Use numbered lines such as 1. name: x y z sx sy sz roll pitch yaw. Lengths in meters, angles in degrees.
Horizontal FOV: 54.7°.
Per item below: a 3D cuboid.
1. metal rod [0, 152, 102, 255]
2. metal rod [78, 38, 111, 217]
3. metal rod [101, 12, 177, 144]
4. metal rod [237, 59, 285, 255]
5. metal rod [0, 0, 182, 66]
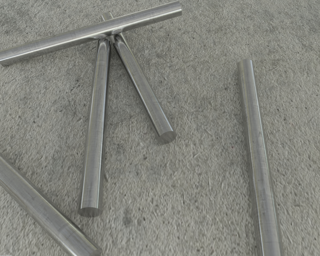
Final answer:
1. metal rod: -0.180 0.051 0.358 0.300 0.025 0.025 33 57 24
2. metal rod: -0.084 -0.025 0.423 0.025 0.025 0.300 -3 50 -3
3. metal rod: -0.044 -0.095 0.482 0.025 0.025 0.300 -16 52 -13
4. metal rod: 0.120 0.016 0.390 0.025 0.025 0.300 4 50 3
5. metal rod: -0.111 -0.155 0.506 0.302 0.025 0.025 -17 52 -4
